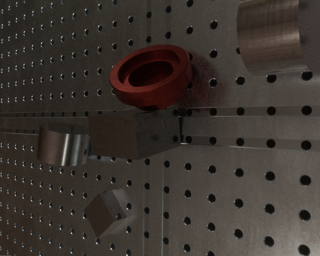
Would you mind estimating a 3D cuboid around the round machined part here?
[{"bbox_3d":[-0.008,-0.058,0.380,0.098,0.098,0.042,23,147,37],"label":"round machined part"}]

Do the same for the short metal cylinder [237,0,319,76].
[{"bbox_3d":[0.111,-0.089,0.281,0.050,0.081,0.079,2,91,40],"label":"short metal cylinder"}]

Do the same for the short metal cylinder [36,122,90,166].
[{"bbox_3d":[-0.154,0.024,0.497,0.080,0.081,0.050,18,102,38],"label":"short metal cylinder"}]

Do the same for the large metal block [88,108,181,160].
[{"bbox_3d":[-0.031,0.004,0.393,0.080,0.081,0.050,1,99,39],"label":"large metal block"}]

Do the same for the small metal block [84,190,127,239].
[{"bbox_3d":[-0.085,0.132,0.477,0.050,0.025,0.050,-49,62,28],"label":"small metal block"}]
